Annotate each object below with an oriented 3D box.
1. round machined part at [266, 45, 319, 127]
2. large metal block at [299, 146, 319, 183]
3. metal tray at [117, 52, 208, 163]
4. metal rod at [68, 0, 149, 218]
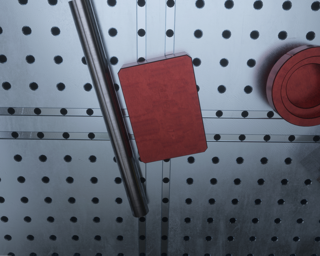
[{"bbox_3d":[0.182,-0.054,0.387,0.099,0.042,0.097,0,110,-1],"label":"round machined part"},{"bbox_3d":[0.259,0.056,0.425,0.080,0.050,0.080,41,105,-14],"label":"large metal block"},{"bbox_3d":[0.006,-0.025,0.402,0.090,0.030,0.129,-12,110,3],"label":"metal tray"},{"bbox_3d":[-0.061,-0.012,0.408,0.025,0.025,0.298,-12,110,4],"label":"metal rod"}]
